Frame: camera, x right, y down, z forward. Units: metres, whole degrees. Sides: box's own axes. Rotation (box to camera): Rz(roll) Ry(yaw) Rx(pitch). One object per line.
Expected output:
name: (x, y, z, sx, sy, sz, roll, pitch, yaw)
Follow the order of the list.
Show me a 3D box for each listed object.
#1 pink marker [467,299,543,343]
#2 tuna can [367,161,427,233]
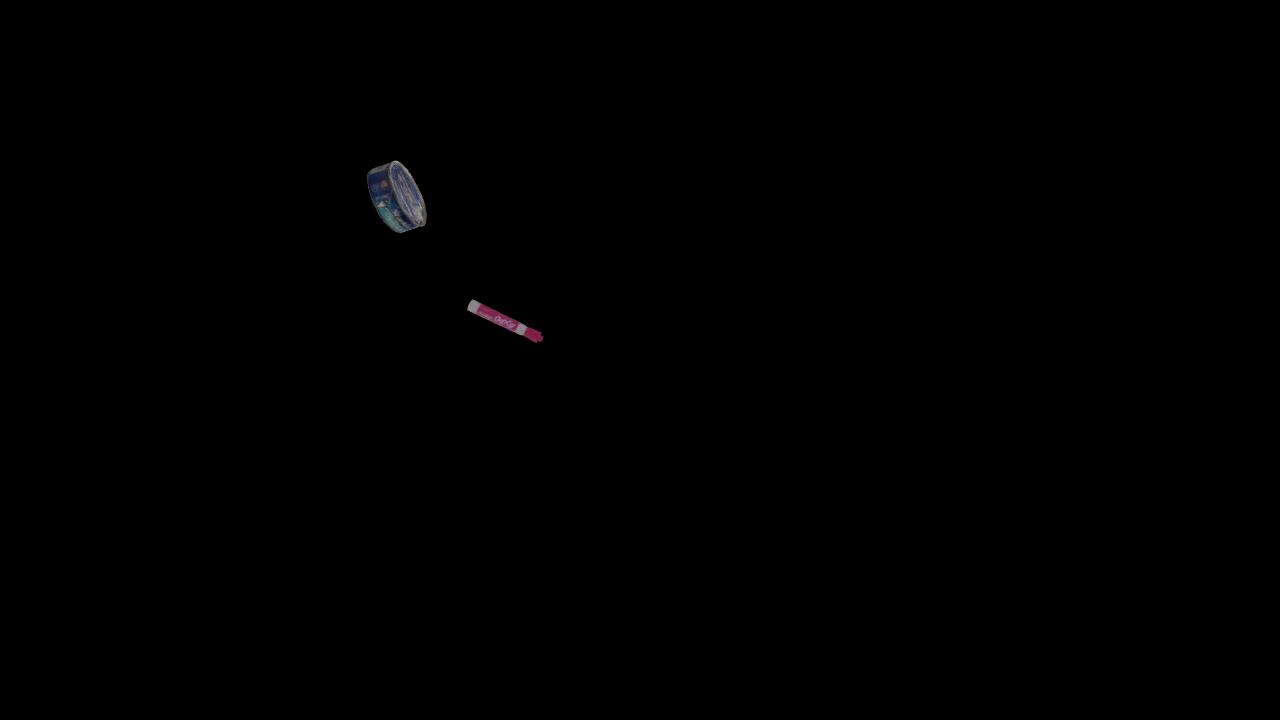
pink marker: (-0.204, -0.058, 0.938, 0.121, 0.020, 0.020, 26, -3, -6)
tuna can: (-0.304, -0.203, 0.771, 0.034, 0.084, 0.084, -17, -1, 5)
